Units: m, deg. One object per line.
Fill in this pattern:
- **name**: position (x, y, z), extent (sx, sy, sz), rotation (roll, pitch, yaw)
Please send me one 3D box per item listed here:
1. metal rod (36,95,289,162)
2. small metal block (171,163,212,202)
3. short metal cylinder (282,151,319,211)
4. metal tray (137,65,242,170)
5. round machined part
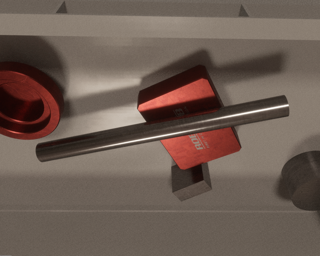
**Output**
- **metal rod**: position (-0.004, 0.003, 0.371), extent (0.301, 0.025, 0.025), rotation (-11, 130, 9)
- **small metal block**: position (0.045, 0.073, 0.456), extent (0.050, 0.050, 0.025), rotation (-26, 125, 20)
- **short metal cylinder**: position (0.231, 0.080, 0.464), extent (0.081, 0.050, 0.079), rotation (0, 130, 0)
- **metal tray**: position (0.041, -0.008, 0.400), extent (0.090, 0.030, 0.130), rotation (-22, 127, 17)
- **round machined part**: position (-0.163, -0.035, 0.365), extent (0.099, 0.042, 0.097), rotation (-1, 130, 0)
